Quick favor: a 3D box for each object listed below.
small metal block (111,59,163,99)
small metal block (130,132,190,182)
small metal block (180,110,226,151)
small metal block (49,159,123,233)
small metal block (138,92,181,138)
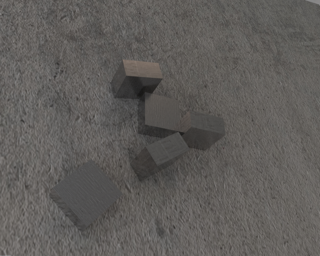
[{"bbox_3d":[-0.032,-0.062,0.408,0.050,0.050,0.025,0,62,-29],"label":"small metal block"},{"bbox_3d":[-0.001,0.034,0.366,0.050,0.050,0.025,-23,74,-36],"label":"small metal block"},{"bbox_3d":[0.050,0.005,0.412,0.050,0.050,0.025,12,57,-22],"label":"small metal block"},{"bbox_3d":[-0.076,0.069,0.320,0.050,0.025,0.050,47,51,4],"label":"small metal block"},{"bbox_3d":[-0.001,-0.015,0.412,0.050,0.025,0.050,12,57,-22],"label":"small metal block"}]
